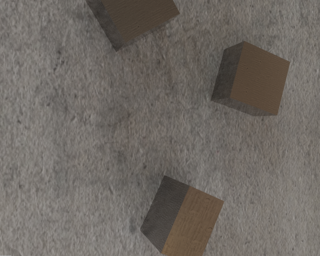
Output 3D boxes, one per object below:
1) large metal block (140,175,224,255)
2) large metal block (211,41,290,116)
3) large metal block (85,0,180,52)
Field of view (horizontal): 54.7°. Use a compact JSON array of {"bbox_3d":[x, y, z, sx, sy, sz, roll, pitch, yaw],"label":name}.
[{"bbox_3d":[0.025,0.112,0.390,0.050,0.080,0.080,27,81,-18],"label":"large metal block"},{"bbox_3d":[0.129,-0.067,0.445,0.081,0.050,0.080,17,84,-20],"label":"large metal block"},{"bbox_3d":[-0.036,-0.153,0.383,0.080,0.050,0.080,-34,101,-17],"label":"large metal block"}]
